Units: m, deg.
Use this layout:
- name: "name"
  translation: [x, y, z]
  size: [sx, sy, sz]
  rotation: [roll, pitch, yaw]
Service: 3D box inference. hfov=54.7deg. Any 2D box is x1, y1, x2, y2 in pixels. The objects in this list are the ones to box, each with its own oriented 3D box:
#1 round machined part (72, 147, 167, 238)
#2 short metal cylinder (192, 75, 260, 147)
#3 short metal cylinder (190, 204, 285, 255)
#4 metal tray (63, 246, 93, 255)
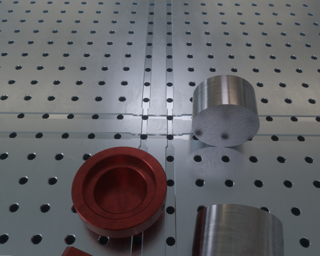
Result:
- name: "round machined part"
  translation: [-0.042, 0.071, 0.336]
  size: [0.099, 0.042, 0.098]
  rotation: [0, 50, 0]
- name: "short metal cylinder"
  translation: [0.081, -0.020, 0.389]
  size: [0.080, 0.080, 0.050]
  rotation: [4, 50, 3]
- name: "short metal cylinder"
  translation: [0.069, 0.110, 0.280]
  size: [0.080, 0.080, 0.050]
  rotation: [9, 51, 7]
- name: "metal tray"
  translation: [-0.016, 0.145, 0.243]
  size: [0.130, 0.089, 0.030]
  rotation: [18, 53, 14]
